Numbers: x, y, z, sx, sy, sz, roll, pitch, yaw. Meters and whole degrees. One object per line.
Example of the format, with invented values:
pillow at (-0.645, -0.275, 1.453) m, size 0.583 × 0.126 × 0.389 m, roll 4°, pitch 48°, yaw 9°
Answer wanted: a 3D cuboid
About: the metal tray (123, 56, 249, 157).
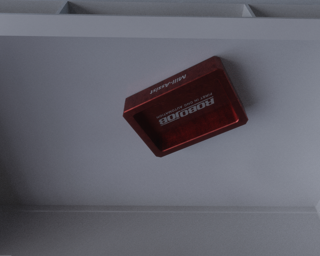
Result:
metal tray at (0.032, -0.021, 0.387) m, size 0.130 × 0.030 × 0.090 m, roll -23°, pitch 127°, yaw 18°
